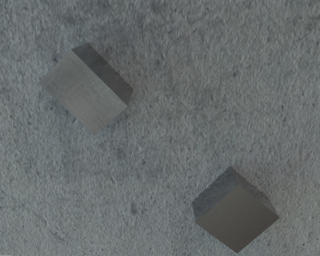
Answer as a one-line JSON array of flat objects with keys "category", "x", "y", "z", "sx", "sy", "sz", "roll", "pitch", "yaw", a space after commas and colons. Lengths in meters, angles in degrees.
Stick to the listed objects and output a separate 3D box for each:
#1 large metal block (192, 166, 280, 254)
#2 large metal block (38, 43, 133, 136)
[{"category": "large metal block", "x": 0.105, "y": 0.116, "z": 0.441, "sx": 0.080, "sy": 0.050, "sz": 0.080, "roll": 39, "pitch": 105, "yaw": -14}, {"category": "large metal block", "x": -0.080, "y": -0.049, "z": 0.361, "sx": 0.050, "sy": 0.080, "sz": 0.080, "roll": -41, "pitch": 106, "yaw": 13}]
